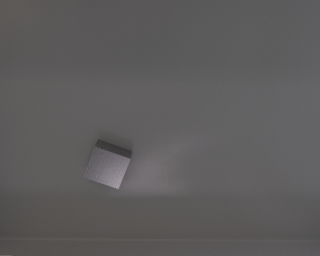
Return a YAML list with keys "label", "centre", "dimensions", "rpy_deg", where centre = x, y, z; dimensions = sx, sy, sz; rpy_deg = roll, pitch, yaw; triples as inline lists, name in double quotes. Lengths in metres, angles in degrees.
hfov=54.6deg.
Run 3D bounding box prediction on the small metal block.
- label: "small metal block"
  centre: [-0.072, 0.050, 0.429]
  dimensions: [0.050, 0.025, 0.050]
  rpy_deg: [20, 109, -8]
